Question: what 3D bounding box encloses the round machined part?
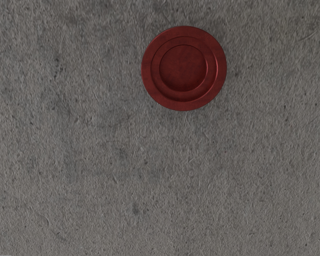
[{"bbox_3d":[0.028,-0.073,0.374,0.099,0.042,0.097,0,110,0],"label":"round machined part"}]
